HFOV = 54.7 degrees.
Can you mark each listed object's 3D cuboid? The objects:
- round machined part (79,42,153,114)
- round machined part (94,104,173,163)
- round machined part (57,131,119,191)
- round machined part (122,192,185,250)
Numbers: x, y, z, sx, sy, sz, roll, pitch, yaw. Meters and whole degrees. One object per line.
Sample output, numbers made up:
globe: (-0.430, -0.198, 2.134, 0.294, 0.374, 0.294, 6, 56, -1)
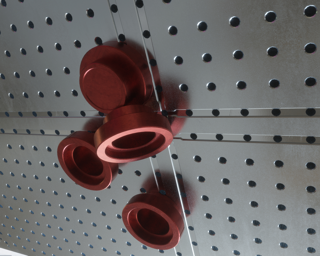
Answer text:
round machined part: (-0.063, -0.057, 0.396, 0.098, 0.042, 0.097, 13, 124, 20)
round machined part: (-0.036, 0.005, 0.398, 0.098, 0.099, 0.042, -39, 55, 39)
round machined part: (-0.107, 0.046, 0.483, 0.098, 0.042, 0.097, 13, 124, 20)
round machined part: (-0.007, 0.141, 0.490, 0.098, 0.042, 0.097, 13, 124, 20)
